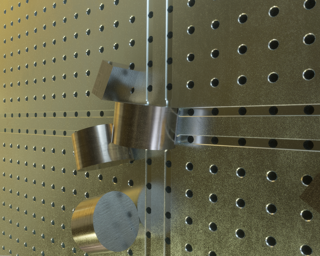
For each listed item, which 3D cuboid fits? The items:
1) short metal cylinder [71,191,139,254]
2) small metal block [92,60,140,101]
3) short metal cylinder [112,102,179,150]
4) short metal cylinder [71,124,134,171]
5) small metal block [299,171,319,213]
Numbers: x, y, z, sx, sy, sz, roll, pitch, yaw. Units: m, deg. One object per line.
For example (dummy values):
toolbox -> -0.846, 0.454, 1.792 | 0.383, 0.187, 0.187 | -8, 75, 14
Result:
short metal cylinder -> -0.076, 0.133, 0.436 | 0.050, 0.081, 0.080 | -23, 76, 38
small metal block -> -0.064, -0.066, 0.446 | 0.025, 0.050, 0.050 | 35, 112, 34
short metal cylinder -> -0.018, -0.004, 0.389 | 0.080, 0.081, 0.050 | 10, 97, 39
short metal cylinder -> -0.081, 0.029, 0.440 | 0.080, 0.081, 0.050 | -21, 77, 38
small metal block -> 0.164, 0.058, 0.274 | 0.050, 0.025, 0.050 | 42, 115, 32
